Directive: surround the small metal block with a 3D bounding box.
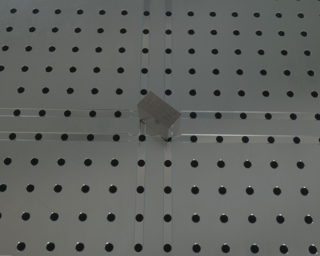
[{"bbox_3d":[-0.001,-0.014,0.403,0.050,0.050,0.025,38,74,12],"label":"small metal block"}]
